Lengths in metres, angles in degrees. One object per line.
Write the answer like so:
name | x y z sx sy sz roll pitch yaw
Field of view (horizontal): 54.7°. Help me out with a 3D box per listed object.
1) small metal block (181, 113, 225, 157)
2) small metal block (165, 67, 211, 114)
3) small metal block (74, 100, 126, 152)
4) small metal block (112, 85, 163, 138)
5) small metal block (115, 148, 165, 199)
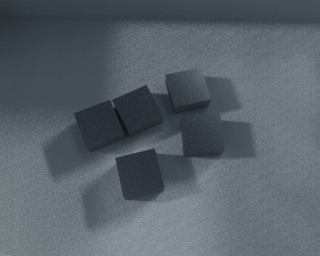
small metal block | 0.055 0.009 0.406 0.050 0.025 0.050 -3 70 -1
small metal block | 0.038 -0.051 0.429 0.050 0.025 0.050 -13 71 -5
small metal block | -0.079 -0.003 0.410 0.050 0.025 0.050 -22 72 -8
small metal block | -0.029 -0.023 0.418 0.050 0.025 0.050 -25 72 -9
small metal block | -0.025 0.058 0.388 0.050 0.025 0.050 -13 71 -5
